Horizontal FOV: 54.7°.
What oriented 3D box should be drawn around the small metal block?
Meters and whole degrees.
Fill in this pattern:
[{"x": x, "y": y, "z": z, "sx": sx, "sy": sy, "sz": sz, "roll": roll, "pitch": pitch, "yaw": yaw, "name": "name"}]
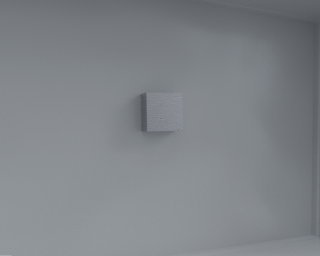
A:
[{"x": 0.003, "y": -0.021, "z": 0.413, "sx": 0.050, "sy": 0.025, "sz": 0.050, "roll": -1, "pitch": 91, "yaw": -21, "name": "small metal block"}]
